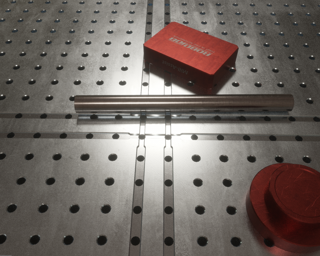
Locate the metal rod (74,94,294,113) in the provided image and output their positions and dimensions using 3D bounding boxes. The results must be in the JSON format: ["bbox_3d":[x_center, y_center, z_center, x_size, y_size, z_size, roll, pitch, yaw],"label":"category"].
[{"bbox_3d":[0.034,-0.035,0.437,0.302,0.025,0.025,0,50,-1],"label":"metal rod"}]

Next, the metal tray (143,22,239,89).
[{"bbox_3d":[0.050,-0.123,0.508,0.130,0.030,0.090,29,55,21],"label":"metal tray"}]

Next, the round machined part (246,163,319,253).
[{"bbox_3d":[0.147,0.078,0.333,0.099,0.042,0.098,0,50,0],"label":"round machined part"}]
